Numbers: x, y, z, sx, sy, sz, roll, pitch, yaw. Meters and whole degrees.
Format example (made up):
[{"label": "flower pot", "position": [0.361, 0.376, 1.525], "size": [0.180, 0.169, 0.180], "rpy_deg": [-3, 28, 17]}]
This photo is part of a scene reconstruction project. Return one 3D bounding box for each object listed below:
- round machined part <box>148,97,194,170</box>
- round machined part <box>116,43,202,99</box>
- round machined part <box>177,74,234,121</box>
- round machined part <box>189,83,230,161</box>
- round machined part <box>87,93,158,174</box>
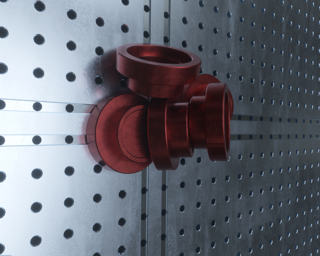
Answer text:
[{"label": "round machined part", "position": [0.018, 0.003, 0.384], "size": [0.098, 0.042, 0.097], "rpy_deg": [-4, 91, -77]}, {"label": "round machined part", "position": [-0.003, -0.067, 0.367], "size": [0.099, 0.098, 0.042], "rpy_deg": [-16, 126, -39]}, {"label": "round machined part", "position": [0.073, -0.032, 0.461], "size": [0.099, 0.042, 0.097], "rpy_deg": [0, 90, -40]}, {"label": "round machined part", "position": [0.063, -0.007, 0.391], "size": [0.098, 0.042, 0.097], "rpy_deg": [-2, 91, -73]}, {"label": "round machined part", "position": [-0.034, 0.006, 0.372], "size": [0.099, 0.042, 0.097], "rpy_deg": [0, 90, -40]}]
